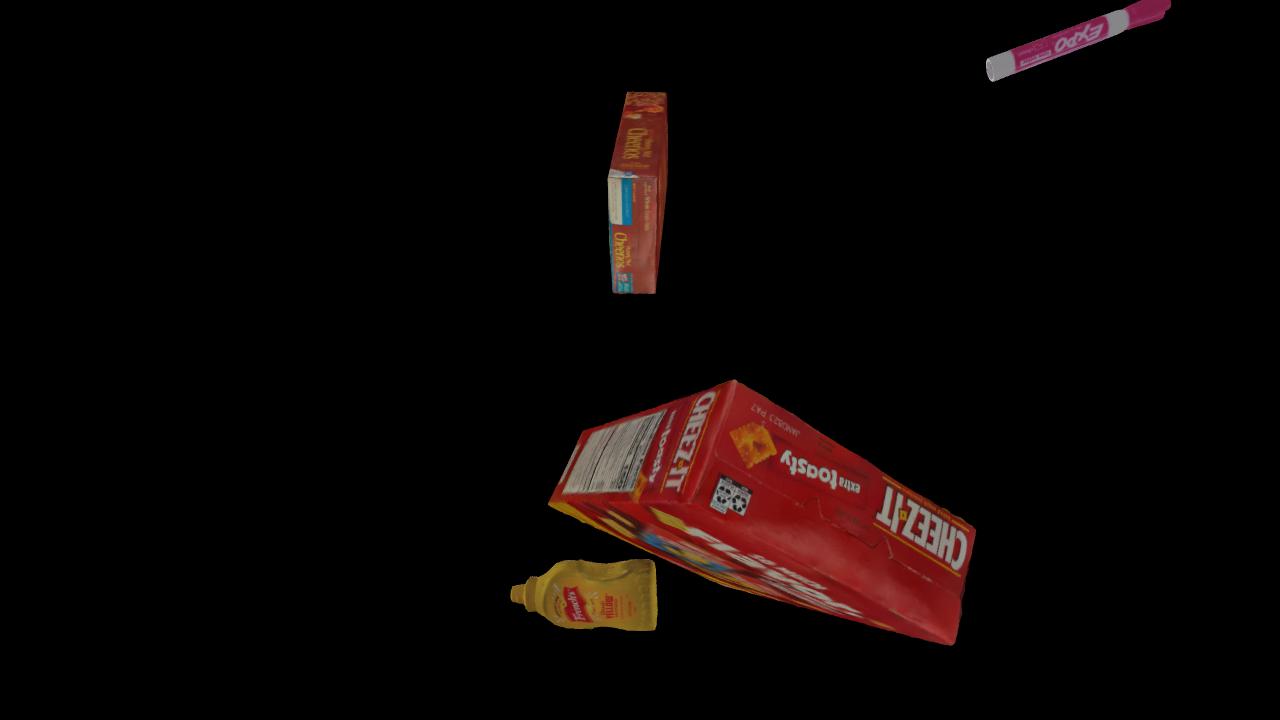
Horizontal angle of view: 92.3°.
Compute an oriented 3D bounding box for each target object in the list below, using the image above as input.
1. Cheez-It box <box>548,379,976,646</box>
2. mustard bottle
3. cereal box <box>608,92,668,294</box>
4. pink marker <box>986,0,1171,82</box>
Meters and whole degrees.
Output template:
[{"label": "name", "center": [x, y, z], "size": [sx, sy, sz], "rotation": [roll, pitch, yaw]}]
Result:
[{"label": "Cheez-It box", "center": [0.054, 0.095, 0.385], "size": [0.166, 0.071, 0.223], "rotation": [30, -22, -15]}, {"label": "mustard bottle", "center": [-0.071, 0.293, 0.768], "size": [0.184, 0.092, 0.054], "rotation": [-1, 23, 5]}, {"label": "cereal box", "center": [0.000, -0.278, 1.000], "size": [0.081, 0.203, 0.306], "rotation": [3, 45, 4]}, {"label": "pink marker", "center": [0.333, -0.247, 0.471], "size": [0.121, 0.020, 0.020], "rotation": [-16, -5, 18]}]
